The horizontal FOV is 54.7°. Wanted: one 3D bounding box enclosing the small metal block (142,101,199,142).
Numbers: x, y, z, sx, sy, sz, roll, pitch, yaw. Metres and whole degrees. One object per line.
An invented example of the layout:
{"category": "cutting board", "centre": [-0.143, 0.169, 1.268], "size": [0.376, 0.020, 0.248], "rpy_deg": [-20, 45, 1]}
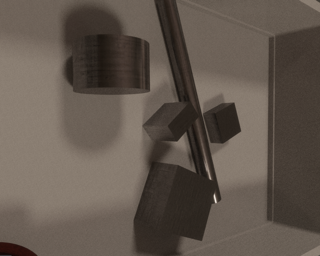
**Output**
{"category": "small metal block", "centre": [0.014, -0.009, 0.404], "size": [0.050, 0.050, 0.025], "rpy_deg": [-47, 119, -30]}

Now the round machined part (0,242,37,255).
{"category": "round machined part", "centre": [-0.143, 0.143, 0.247], "size": [0.099, 0.098, 0.042], "rpy_deg": [-8, 120, -40]}

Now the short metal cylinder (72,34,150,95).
{"category": "short metal cylinder", "centre": [-0.051, -0.064, 0.329], "size": [0.081, 0.080, 0.050], "rpy_deg": [-2, 92, -40]}

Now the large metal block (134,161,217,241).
{"category": "large metal block", "centre": [0.022, 0.097, 0.412], "size": [0.080, 0.050, 0.080], "rpy_deg": [28, 72, -37]}

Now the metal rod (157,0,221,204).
{"category": "metal rod", "centre": [0.045, -0.030, 0.446], "size": [0.025, 0.025, 0.298], "rpy_deg": [-24, 106, -38]}

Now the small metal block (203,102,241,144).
{"category": "small metal block", "centre": [0.100, -0.008, 0.493], "size": [0.050, 0.025, 0.050], "rpy_deg": [-28, 108, -37]}
